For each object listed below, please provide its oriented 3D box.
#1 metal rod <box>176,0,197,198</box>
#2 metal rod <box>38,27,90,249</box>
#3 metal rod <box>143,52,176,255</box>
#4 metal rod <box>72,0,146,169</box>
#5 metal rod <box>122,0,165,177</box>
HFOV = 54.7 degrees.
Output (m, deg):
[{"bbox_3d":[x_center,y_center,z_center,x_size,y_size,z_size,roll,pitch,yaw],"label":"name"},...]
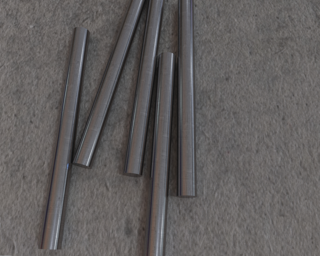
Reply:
[{"bbox_3d":[0.036,-0.056,0.429,0.025,0.025,0.299,1,70,0],"label":"metal rod"},{"bbox_3d":[-0.121,-0.001,0.407,0.025,0.025,0.299,2,70,0],"label":"metal rod"},{"bbox_3d":[0.001,0.038,0.394,0.025,0.025,0.299,4,70,1],"label":"metal rod"},{"bbox_3d":[-0.063,-0.089,0.439,0.025,0.025,0.299,13,70,4],"label":"metal rod"},{"bbox_3d":[-0.018,-0.081,0.437,0.025,0.025,0.299,6,70,2],"label":"metal rod"}]
